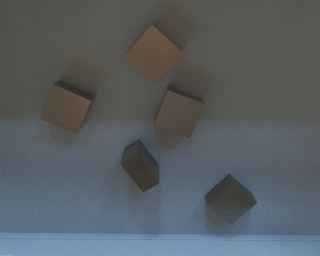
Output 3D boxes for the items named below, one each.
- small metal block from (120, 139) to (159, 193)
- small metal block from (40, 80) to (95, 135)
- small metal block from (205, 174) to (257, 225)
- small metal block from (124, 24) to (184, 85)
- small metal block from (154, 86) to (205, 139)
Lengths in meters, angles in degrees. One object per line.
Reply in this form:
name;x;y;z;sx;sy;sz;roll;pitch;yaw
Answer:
small metal block;-0.025;0.049;0.416;0.025;0.050;0.050;-32;107;11
small metal block;-0.119;-0.027;0.400;0.050;0.025;0.050;25;108;-9
small metal block;0.102;0.103;0.450;0.050;0.025;0.050;40;105;-14
small metal block;-0.007;-0.090;0.378;0.050;0.025;0.050;39;105;-13
small metal block;0.024;-0.021;0.404;0.050;0.025;0.050;20;109;-8
